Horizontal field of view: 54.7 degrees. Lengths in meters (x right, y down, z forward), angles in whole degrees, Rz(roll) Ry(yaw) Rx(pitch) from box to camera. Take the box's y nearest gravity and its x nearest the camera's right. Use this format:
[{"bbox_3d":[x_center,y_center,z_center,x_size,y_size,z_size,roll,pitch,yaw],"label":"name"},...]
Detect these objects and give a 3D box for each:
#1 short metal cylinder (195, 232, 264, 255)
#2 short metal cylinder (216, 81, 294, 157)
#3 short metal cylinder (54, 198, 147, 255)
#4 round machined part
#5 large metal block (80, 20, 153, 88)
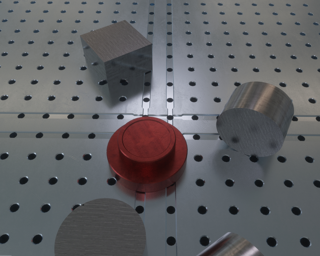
[{"bbox_3d":[0.061,0.136,0.258,0.050,0.080,0.080,-28,56,-21],"label":"short metal cylinder"},{"bbox_3d":[0.117,-0.010,0.381,0.080,0.080,0.050,23,54,18],"label":"short metal cylinder"},{"bbox_3d":[-0.053,0.115,0.294,0.081,0.050,0.080,0,50,0],"label":"short metal cylinder"},{"bbox_3d":[-0.016,0.024,0.376,0.099,0.042,0.098,0,50,0],"label":"round machined part"},{"bbox_3d":[-0.068,-0.119,0.491,0.081,0.050,0.080,-27,55,-21],"label":"large metal block"}]
